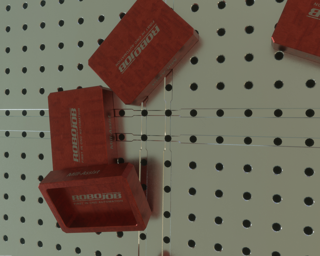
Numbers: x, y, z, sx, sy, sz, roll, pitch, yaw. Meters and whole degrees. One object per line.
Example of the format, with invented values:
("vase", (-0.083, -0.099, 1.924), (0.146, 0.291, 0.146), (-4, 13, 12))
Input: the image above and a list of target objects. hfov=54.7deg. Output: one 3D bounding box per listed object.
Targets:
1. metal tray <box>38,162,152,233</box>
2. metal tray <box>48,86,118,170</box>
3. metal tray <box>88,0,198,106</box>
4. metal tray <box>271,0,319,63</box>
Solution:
("metal tray", (-0.087, 0.097, 0.418), (0.130, 0.030, 0.089), (-8, 116, 19))
("metal tray", (-0.112, 0.010, 0.448), (0.090, 0.030, 0.129), (-5, 88, 19))
("metal tray", (-0.024, -0.105, 0.418), (0.090, 0.030, 0.130), (47, 104, 13))
("metal tray", (0.202, -0.114, 0.339), (0.130, 0.030, 0.089), (24, 98, 18))
